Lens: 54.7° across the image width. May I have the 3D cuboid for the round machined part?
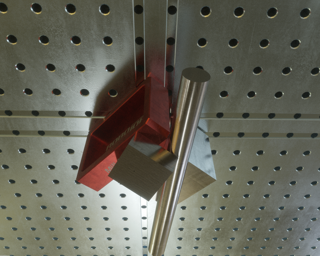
[{"bbox_3d":[-0.022,0.027,0.392,0.042,0.098,0.098,35,122,-26],"label":"round machined part"}]

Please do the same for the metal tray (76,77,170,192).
[{"bbox_3d":[-0.045,0.008,0.375,0.030,0.090,0.130,36,121,-27],"label":"metal tray"}]

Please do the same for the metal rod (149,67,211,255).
[{"bbox_3d":[0.013,0.066,0.363,0.025,0.025,0.298,5,130,-5],"label":"metal rod"}]

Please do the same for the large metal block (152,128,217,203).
[{"bbox_3d":[0.022,0.047,0.412,0.050,0.080,0.080,36,121,-27],"label":"large metal block"}]

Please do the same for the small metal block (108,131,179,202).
[{"bbox_3d":[-0.017,0.040,0.317,0.050,0.025,0.050,33,123,-3],"label":"small metal block"}]
